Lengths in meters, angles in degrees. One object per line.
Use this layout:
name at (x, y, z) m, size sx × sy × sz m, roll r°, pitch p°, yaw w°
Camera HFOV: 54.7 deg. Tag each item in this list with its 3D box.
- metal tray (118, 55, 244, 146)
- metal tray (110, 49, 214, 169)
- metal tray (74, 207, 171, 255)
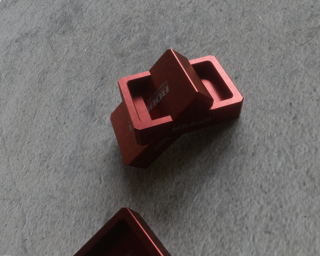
metal tray at (0.023, -0.037, 0.380) m, size 0.131 × 0.030 × 0.090 m, roll -16°, pitch 52°, yaw -8°
metal tray at (-0.005, -0.022, 0.385) m, size 0.129 × 0.030 × 0.090 m, roll -45°, pitch 48°, yaw 25°
metal tray at (-0.054, 0.162, 0.328) m, size 0.130 × 0.030 × 0.090 m, roll -44°, pitch 51°, yaw -3°
